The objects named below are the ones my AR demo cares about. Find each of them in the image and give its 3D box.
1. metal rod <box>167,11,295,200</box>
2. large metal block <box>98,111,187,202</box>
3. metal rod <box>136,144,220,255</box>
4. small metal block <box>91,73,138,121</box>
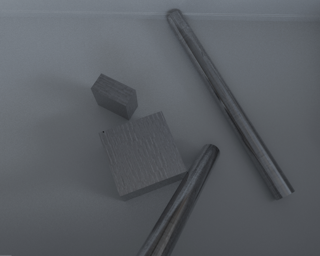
[{"bbox_3d":[0.088,-0.043,0.426,0.025,0.025,0.299,-25,72,-9],"label":"metal rod"},{"bbox_3d":[-0.021,0.036,0.383,0.081,0.050,0.080,-20,71,-7],"label":"large metal block"},{"bbox_3d":[0.005,0.097,0.281,0.025,0.025,0.301,30,35,10],"label":"metal rod"},{"bbox_3d":[-0.059,-0.040,0.410,0.050,0.050,0.025,27,72,9],"label":"small metal block"}]
